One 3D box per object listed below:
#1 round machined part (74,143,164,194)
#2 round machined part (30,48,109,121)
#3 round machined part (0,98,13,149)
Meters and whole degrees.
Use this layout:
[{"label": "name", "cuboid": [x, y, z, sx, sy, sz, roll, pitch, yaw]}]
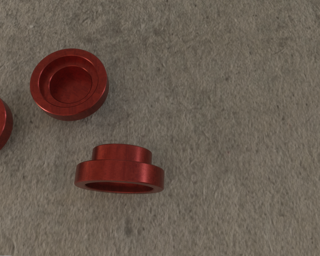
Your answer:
[{"label": "round machined part", "cuboid": [-0.044, 0.047, 0.352, 0.099, 0.098, 0.042, 2, 70, 0]}, {"label": "round machined part", "cuboid": [-0.118, -0.054, 0.418, 0.099, 0.042, 0.098, 0, 70, -1]}, {"label": "round machined part", "cuboid": [-0.238, 0.000, 0.396, 0.099, 0.042, 0.098, 0, 70, -1]}]
